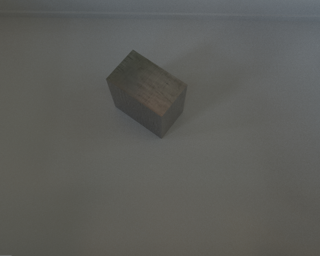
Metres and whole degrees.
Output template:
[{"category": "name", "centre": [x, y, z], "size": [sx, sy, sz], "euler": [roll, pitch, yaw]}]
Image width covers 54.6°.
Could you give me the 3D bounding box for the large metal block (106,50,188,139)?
[{"category": "large metal block", "centre": [-0.015, -0.040, 0.395], "size": [0.080, 0.080, 0.050], "euler": [35, 74, 12]}]
